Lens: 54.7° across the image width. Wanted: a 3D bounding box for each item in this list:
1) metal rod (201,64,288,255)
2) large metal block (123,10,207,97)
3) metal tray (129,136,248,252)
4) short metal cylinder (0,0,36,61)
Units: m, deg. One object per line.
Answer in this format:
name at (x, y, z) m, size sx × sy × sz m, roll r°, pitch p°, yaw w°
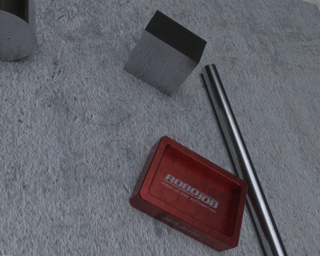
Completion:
metal rod at (0.114, 0.035, 0.446) m, size 0.025 × 0.025 × 0.299 m, roll 0°, pitch 62°, yaw -29°
large metal block at (0.006, -0.102, 0.435) m, size 0.080 × 0.080 × 0.050 m, roll 30°, pitch 52°, yaw -10°
metal tray at (0.039, 0.078, 0.375) m, size 0.130 × 0.030 × 0.090 m, roll 30°, pitch 52°, yaw -9°
short metal cylinder at (-0.182, -0.120, 0.344) m, size 0.081 × 0.080 × 0.050 m, roll 1°, pitch 61°, yaw -28°
